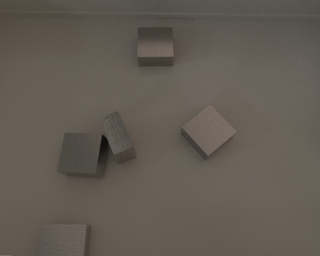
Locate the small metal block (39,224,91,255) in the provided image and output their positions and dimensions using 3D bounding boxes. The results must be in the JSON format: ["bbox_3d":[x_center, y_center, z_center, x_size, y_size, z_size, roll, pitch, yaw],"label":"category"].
[{"bbox_3d":[-0.110,0.138,0.358,0.050,0.025,0.050,1,70,0],"label":"small metal block"}]

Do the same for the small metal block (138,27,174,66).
[{"bbox_3d":[-0.007,-0.119,0.453,0.050,0.025,0.050,-1,70,-1],"label":"small metal block"}]

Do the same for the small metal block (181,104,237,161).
[{"bbox_3d":[0.063,0.006,0.408,0.050,0.025,0.050,-38,75,-13],"label":"small metal block"}]

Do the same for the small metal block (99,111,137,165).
[{"bbox_3d":[-0.052,0.013,0.391,0.025,0.050,0.050,-23,72,-9],"label":"small metal block"}]

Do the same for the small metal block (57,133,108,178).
[{"bbox_3d":[-0.096,0.034,0.392,0.050,0.025,0.050,1,70,11],"label":"small metal block"}]
